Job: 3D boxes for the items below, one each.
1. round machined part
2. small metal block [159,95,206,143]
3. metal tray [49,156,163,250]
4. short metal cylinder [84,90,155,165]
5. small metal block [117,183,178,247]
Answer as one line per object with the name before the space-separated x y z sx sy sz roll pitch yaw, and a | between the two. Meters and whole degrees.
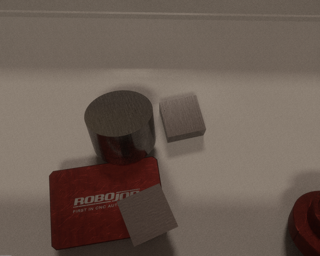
round machined part | 0.198 0.107 0.341 0.099 0.042 0.098 1 39 -1
small metal block | 0.029 -0.012 0.414 0.050 0.025 0.050 -12 71 -5
metal tray | -0.062 0.089 0.374 0.131 0.030 0.090 -8 70 -4
short metal cylinder | -0.047 -0.002 0.381 0.080 0.050 0.080 -2 46 2
small metal block | -0.014 0.096 0.342 0.050 0.025 0.050 -22 72 -8
